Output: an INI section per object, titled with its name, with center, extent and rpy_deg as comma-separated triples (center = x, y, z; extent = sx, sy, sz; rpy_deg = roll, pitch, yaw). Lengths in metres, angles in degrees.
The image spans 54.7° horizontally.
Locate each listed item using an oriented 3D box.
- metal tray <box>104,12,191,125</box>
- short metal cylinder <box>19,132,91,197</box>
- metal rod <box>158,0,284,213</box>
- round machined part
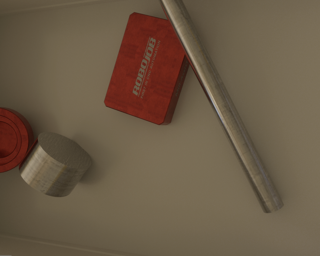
[metal tray]
center = -0.013, -0.078, 0.411
extent = 0.090, 0.030, 0.129
rpy_deg = 20, 96, 18
[short metal cylinder]
center = -0.144, 0.050, 0.431
extent = 0.080, 0.080, 0.050
rpy_deg = 40, 103, 15
[metal rod]
center = 0.067, -0.040, 0.365
extent = 0.025, 0.025, 0.299
rpy_deg = -26, 90, 18
[round machined part]
center = -0.243, 0.017, 0.473
extent = 0.099, 0.042, 0.097
rpy_deg = 0, 94, -3
